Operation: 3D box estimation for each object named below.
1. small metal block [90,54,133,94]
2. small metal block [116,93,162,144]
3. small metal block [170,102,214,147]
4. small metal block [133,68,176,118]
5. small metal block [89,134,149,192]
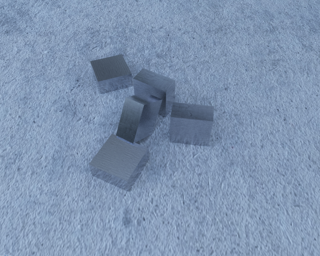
[{"bbox_3d":[-0.074,-0.083,0.472,0.050,0.025,0.050,-16,52,-13],"label":"small metal block"},{"bbox_3d":[-0.025,-0.014,0.386,0.025,0.050,0.050,24,21,19],"label":"small metal block"},{"bbox_3d":[0.039,-0.004,0.390,0.050,0.050,0.025,6,51,5],"label":"small metal block"},{"bbox_3d":[-0.008,-0.048,0.427,0.050,0.050,0.025,24,54,19],"label":"small metal block"},{"bbox_3d":[-0.047,0.040,0.369,0.050,0.025,0.050,20,53,16],"label":"small metal block"}]
